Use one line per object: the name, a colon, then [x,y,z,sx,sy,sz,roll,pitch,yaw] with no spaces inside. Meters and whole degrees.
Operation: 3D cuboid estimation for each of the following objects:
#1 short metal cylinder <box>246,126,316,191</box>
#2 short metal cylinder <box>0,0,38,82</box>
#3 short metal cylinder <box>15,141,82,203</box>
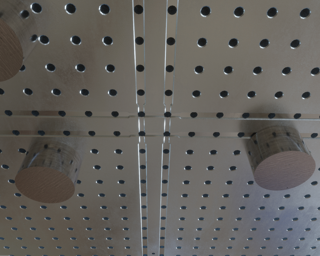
short metal cylinder: [0.167,0.043,0.434,0.081,0.050,0.079,-1,130,0]
short metal cylinder: [-0.172,-0.093,0.313,0.081,0.050,0.079,0,130,0]
short metal cylinder: [-0.159,0.064,0.448,0.081,0.050,0.079,0,130,0]
